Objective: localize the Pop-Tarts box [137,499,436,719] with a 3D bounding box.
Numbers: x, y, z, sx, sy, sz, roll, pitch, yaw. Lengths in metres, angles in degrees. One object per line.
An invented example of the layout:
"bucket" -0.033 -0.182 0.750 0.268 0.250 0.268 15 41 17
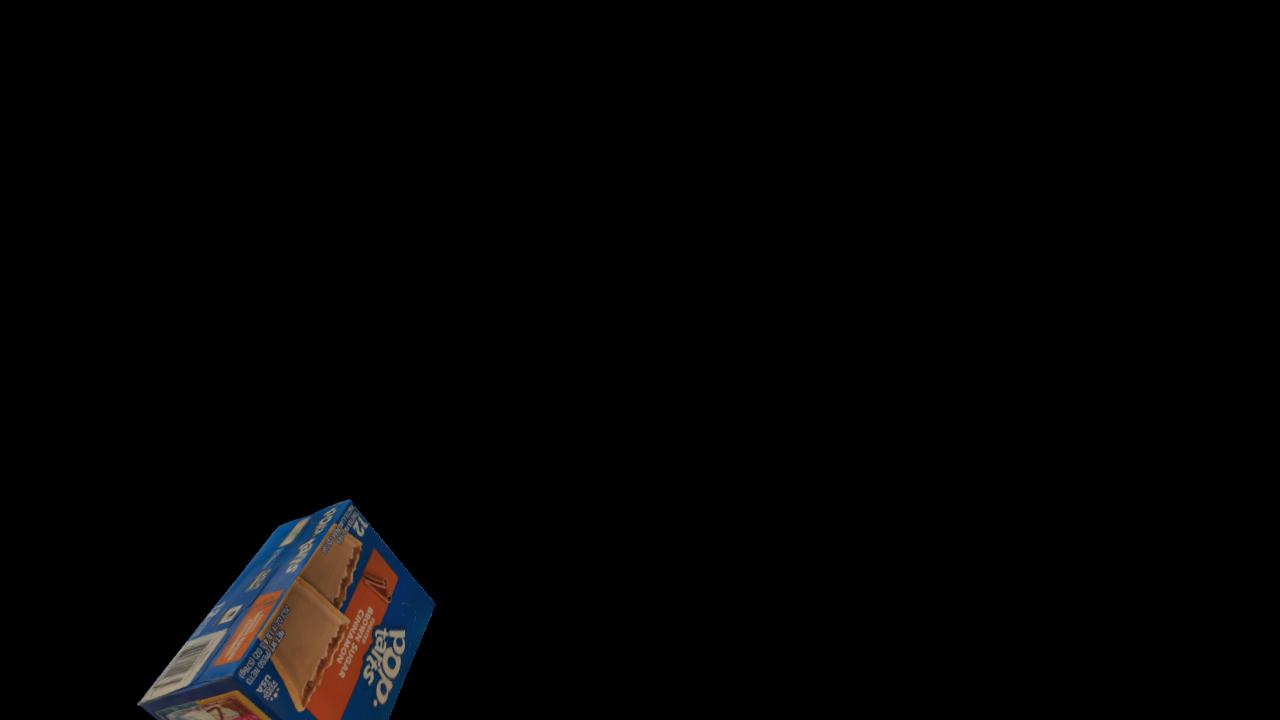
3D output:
"Pop-Tarts box" -0.258 0.226 0.488 0.083 0.141 0.167 -20 25 13
